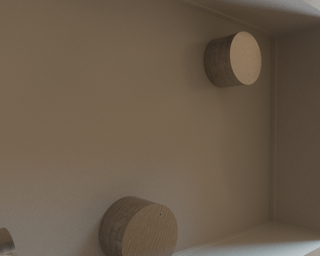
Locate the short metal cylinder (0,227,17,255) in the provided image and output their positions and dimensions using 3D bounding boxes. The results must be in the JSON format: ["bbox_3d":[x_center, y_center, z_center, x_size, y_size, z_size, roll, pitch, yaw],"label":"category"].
[{"bbox_3d":[-0.149,0.126,0.246,0.050,0.080,0.080,-1,91,-40],"label":"short metal cylinder"}]

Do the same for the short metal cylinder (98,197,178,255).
[{"bbox_3d":[-0.025,0.126,0.369,0.081,0.050,0.080,0,90,-40],"label":"short metal cylinder"}]

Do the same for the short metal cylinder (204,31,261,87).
[{"bbox_3d":[0.114,-0.105,0.486,0.081,0.050,0.080,0,90,-40],"label":"short metal cylinder"}]
